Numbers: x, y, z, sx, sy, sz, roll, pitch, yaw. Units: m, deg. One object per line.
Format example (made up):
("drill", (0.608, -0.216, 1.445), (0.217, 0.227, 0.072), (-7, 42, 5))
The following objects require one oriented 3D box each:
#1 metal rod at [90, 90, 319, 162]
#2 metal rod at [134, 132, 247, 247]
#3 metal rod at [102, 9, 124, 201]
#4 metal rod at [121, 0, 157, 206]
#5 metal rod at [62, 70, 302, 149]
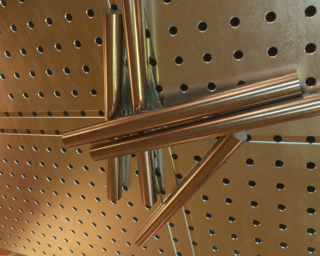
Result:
("metal rod", (0.042, 0.003, 0.368), (0.300, 0.025, 0.025), (-13, 112, 26))
("metal rod", (0.029, 0.103, 0.458), (0.025, 0.025, 0.298), (36, 129, 4))
("metal rod", (-0.065, -0.010, 0.437), (0.025, 0.025, 0.298), (18, 125, 18))
("metal rod", (-0.024, -0.015, 0.413), (0.025, 0.025, 0.298), (11, 123, 22))
("metal rod", (0.006, -0.015, 0.371), (0.300, 0.025, 0.025), (-13, 112, 24))
